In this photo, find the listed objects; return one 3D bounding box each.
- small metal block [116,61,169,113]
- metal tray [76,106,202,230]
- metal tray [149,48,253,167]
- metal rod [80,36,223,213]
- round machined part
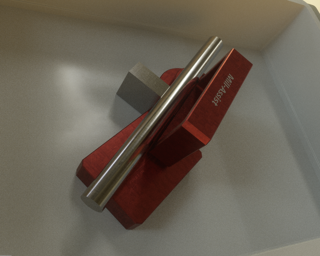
[{"bbox_3d":[-0.023,-0.050,0.407,0.050,0.050,0.025,39,51,-3],"label":"small metal block"},{"bbox_3d":[-0.019,0.041,0.366,0.090,0.030,0.131,46,51,4],"label":"metal tray"},{"bbox_3d":[0.047,-0.023,0.354,0.030,0.090,0.130,39,57,-6],"label":"metal tray"},{"bbox_3d":[0.009,-0.027,0.377,0.025,0.025,0.301,39,55,-3],"label":"metal rod"},{"bbox_3d":[0.043,-0.048,0.446,0.099,0.042,0.098,14,56,-21],"label":"round machined part"}]
